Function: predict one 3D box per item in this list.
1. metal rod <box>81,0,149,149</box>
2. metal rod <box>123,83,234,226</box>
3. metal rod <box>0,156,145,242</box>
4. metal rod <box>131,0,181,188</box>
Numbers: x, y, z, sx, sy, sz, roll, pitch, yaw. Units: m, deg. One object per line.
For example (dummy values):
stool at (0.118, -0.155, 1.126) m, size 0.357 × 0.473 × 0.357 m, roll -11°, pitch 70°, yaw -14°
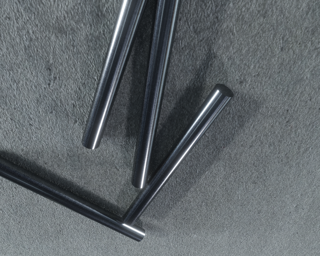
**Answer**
metal rod at (-0.042, -0.087, 0.332) m, size 0.025 × 0.025 × 0.298 m, roll 16°, pitch 128°, yaw -13°
metal rod at (0.012, 0.057, 0.455) m, size 0.025 × 0.025 × 0.298 m, roll 20°, pitch 127°, yaw -17°
metal rod at (-0.144, 0.120, 0.507) m, size 0.301 × 0.025 × 0.025 m, roll 36°, pitch 121°, yaw -27°
metal rod at (-0.010, -0.029, 0.381) m, size 0.025 × 0.025 × 0.298 m, roll 6°, pitch 130°, yaw -6°
